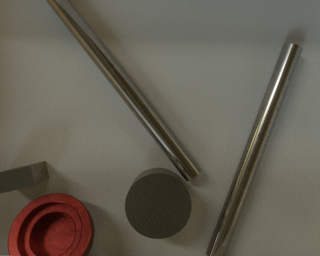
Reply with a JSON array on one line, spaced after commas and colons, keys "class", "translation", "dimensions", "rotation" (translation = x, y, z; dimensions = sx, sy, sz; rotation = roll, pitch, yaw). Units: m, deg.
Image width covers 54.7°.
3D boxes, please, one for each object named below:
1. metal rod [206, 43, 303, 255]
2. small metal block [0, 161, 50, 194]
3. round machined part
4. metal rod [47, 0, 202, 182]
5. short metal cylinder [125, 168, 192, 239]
[{"class": "metal rod", "translation": [0.125, 0.032, 0.413], "dimensions": [0.025, 0.025, 0.299], "rotation": [21, 90, -1]}, {"class": "small metal block", "translation": [-0.178, 0.063, 0.397], "dimensions": [0.050, 0.050, 0.025], "rotation": [-13, 90, 0]}, {"class": "round machined part", "translation": [-0.131, 0.136, 0.387], "dimensions": [0.099, 0.042, 0.098], "rotation": [0, 58, 1]}, {"class": "metal rod", "translation": [-0.047, -0.055, 0.410], "dimensions": [0.025, 0.025, 0.300], "rotation": [-38, 91, 0]}, {"class": "short metal cylinder", "translation": [-0.002, 0.094, 0.399], "dimensions": [0.081, 0.050, 0.079], "rotation": [0, 90, -1]}]
